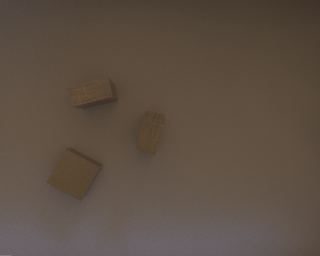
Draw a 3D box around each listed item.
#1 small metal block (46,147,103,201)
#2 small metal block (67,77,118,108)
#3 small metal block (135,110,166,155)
[{"bbox_3d":[-0.112,0.060,0.410,0.050,0.025,0.050,29,90,-1],"label":"small metal block"},{"bbox_3d":[-0.084,-0.044,0.398,0.050,0.050,0.025,-13,90,0],"label":"small metal block"},{"bbox_3d":[-0.012,0.006,0.399,0.025,0.050,0.050,15,90,0],"label":"small metal block"}]
